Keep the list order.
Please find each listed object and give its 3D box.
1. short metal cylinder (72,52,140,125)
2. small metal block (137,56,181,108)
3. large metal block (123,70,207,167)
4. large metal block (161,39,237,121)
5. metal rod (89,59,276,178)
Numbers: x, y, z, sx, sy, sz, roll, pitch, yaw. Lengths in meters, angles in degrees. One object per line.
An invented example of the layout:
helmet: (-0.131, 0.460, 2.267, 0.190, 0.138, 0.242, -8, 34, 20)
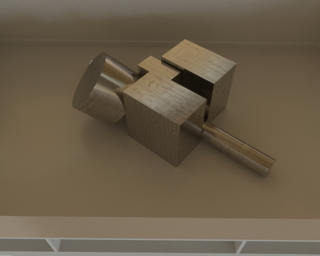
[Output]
short metal cylinder: (-0.071, -0.050, 0.401, 0.050, 0.080, 0.080, 29, 43, -29)
small metal block: (-0.001, -0.059, 0.407, 0.050, 0.050, 0.025, 33, 58, 24)
large metal block: (0.005, -0.011, 0.378, 0.080, 0.080, 0.050, 32, 57, 23)
large metal block: (0.049, -0.061, 0.420, 0.080, 0.080, 0.050, 33, 57, 24)
metal rod: (0.014, -0.025, 0.425, 0.300, 0.025, 0.025, 32, 57, 23)
